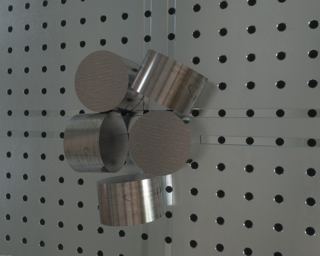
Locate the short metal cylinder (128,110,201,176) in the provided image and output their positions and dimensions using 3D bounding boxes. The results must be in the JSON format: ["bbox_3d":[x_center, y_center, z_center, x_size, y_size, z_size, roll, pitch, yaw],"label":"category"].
[{"bbox_3d":[0.007,0.018,0.397,0.080,0.050,0.079,0,91,19],"label":"short metal cylinder"}]

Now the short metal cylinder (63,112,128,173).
[{"bbox_3d":[-0.083,0.019,0.413,0.050,0.080,0.080,-2,89,19],"label":"short metal cylinder"}]

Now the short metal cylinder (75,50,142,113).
[{"bbox_3d":[-0.068,-0.060,0.423,0.080,0.050,0.079,0,90,21],"label":"short metal cylinder"}]

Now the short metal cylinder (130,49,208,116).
[{"bbox_3d":[0.011,-0.056,0.379,0.080,0.080,0.050,30,99,17],"label":"short metal cylinder"}]

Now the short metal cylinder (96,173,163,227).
[{"bbox_3d":[-0.038,0.089,0.396,0.080,0.080,0.050,-7,88,20],"label":"short metal cylinder"}]
